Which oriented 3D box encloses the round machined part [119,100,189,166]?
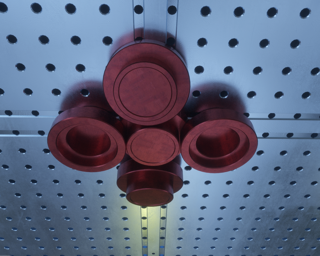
[{"bbox_3d":[-0.009,0.012,0.410,0.099,0.042,0.097,-1,130,0],"label":"round machined part"}]

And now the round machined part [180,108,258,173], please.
[{"bbox_3d":[0.075,0.012,0.412,0.099,0.042,0.097,-1,130,0],"label":"round machined part"}]

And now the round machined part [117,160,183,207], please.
[{"bbox_3d":[-0.015,0.085,0.457,0.099,0.042,0.098,0,145,0],"label":"round machined part"}]

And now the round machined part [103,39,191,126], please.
[{"bbox_3d":[-0.015,-0.046,0.346,0.099,0.042,0.097,0,116,1],"label":"round machined part"}]

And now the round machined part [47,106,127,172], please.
[{"bbox_3d":[-0.092,0.011,0.408,0.099,0.042,0.097,-1,130,0],"label":"round machined part"}]
